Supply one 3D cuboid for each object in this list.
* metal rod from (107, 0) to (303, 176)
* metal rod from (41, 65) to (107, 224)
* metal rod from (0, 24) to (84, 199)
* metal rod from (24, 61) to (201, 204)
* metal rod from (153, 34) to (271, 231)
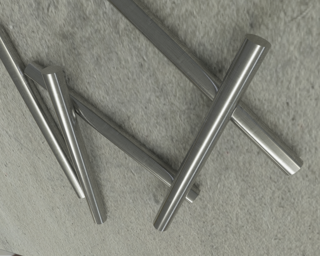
[{"bbox_3d":[0.045,-0.059,0.345,0.300,0.025,0.025,44,129,-3],"label":"metal rod"},{"bbox_3d":[-0.123,0.046,0.476,0.025,0.025,0.298,11,130,22],"label":"metal rod"},{"bbox_3d":[-0.185,-0.013,0.493,0.025,0.025,0.299,-8,115,31],"label":"metal rod"},{"bbox_3d":[-0.069,0.005,0.444,0.300,0.025,0.025,38,129,2],"label":"metal rod"},{"bbox_3d":[0.045,0.032,0.367,0.025,0.025,0.298,29,128,9],"label":"metal rod"}]
